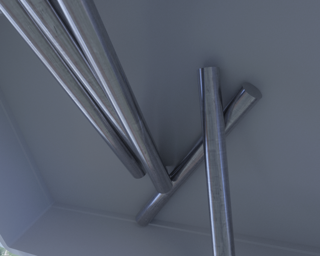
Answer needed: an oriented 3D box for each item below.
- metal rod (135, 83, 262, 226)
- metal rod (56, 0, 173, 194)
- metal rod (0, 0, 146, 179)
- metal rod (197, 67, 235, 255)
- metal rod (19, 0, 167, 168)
[{"bbox_3d":[0.035,0.057,0.425,0.025,0.025,0.298,36,129,4],"label":"metal rod"},{"bbox_3d":[-0.032,-0.016,0.320,0.025,0.025,0.299,7,143,24],"label":"metal rod"},{"bbox_3d":[-0.076,-0.021,0.355,0.025,0.025,0.299,6,147,25],"label":"metal rod"},{"bbox_3d":[0.066,0.083,0.346,0.025,0.025,0.298,-4,91,30],"label":"metal rod"},{"bbox_3d":[-0.050,-0.022,0.340,0.025,0.025,0.299,4,146,26],"label":"metal rod"}]
